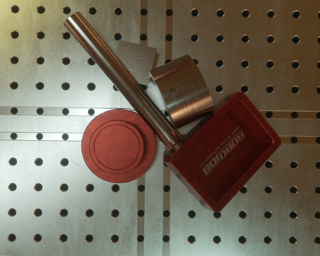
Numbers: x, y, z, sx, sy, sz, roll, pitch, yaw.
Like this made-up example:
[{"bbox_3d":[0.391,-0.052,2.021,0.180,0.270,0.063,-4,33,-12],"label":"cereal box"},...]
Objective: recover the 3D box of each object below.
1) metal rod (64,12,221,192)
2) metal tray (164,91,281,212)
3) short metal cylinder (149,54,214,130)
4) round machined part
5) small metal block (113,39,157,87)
[{"bbox_3d":[-0.012,-0.018,0.396,0.025,0.025,0.300,-40,98,0],"label":"metal rod"},{"bbox_3d":[0.081,0.028,0.391,0.130,0.030,0.090,-43,98,-16],"label":"metal tray"},{"bbox_3d":[0.026,-0.044,0.386,0.050,0.080,0.080,-25,90,0],"label":"short metal cylinder"},{"bbox_3d":[-0.054,0.024,0.403,0.099,0.042,0.097,0,90,-1],"label":"round machined part"},{"bbox_3d":[-0.034,-0.085,0.413,0.050,0.025,0.050,13,90,-1],"label":"small metal block"}]
